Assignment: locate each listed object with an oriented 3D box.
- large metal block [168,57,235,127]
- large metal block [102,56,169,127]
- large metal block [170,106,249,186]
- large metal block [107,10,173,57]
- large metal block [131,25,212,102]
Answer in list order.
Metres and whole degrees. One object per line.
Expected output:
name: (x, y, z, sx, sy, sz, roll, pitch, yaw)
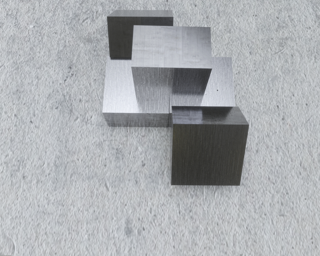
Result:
large metal block: (0.052, -0.047, 0.412, 0.081, 0.050, 0.080, 1, 70, 0)
large metal block: (-0.029, -0.047, 0.411, 0.081, 0.050, 0.080, 1, 70, 0)
large metal block: (0.054, 0.021, 0.367, 0.081, 0.079, 0.050, 1, 26, -1)
large metal block: (-0.024, -0.130, 0.421, 0.081, 0.050, 0.080, 0, 26, 0)
large metal block: (0.012, -0.070, 0.353, 0.081, 0.080, 0.050, 1, 70, 0)
